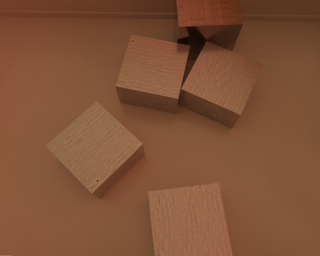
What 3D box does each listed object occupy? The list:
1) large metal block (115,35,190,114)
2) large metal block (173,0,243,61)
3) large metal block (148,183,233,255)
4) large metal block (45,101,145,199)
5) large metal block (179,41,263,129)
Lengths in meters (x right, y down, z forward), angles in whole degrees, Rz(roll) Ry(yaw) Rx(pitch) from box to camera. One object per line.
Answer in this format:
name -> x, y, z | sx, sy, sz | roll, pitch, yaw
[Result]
large metal block -> -0.008, -0.072, 0.423 | 0.080, 0.050, 0.080 | 12, 70, 4
large metal block -> 0.062, -0.138, 0.432 | 0.081, 0.080, 0.050 | -3, 70, -2
large metal block -> 0.031, 0.112, 0.356 | 0.081, 0.050, 0.080 | -6, 70, -3
large metal block -> -0.077, 0.028, 0.385 | 0.080, 0.050, 0.080 | 42, 75, 13
large metal block -> 0.080, -0.058, 0.418 | 0.080, 0.050, 0.080 | 25, 72, 8
